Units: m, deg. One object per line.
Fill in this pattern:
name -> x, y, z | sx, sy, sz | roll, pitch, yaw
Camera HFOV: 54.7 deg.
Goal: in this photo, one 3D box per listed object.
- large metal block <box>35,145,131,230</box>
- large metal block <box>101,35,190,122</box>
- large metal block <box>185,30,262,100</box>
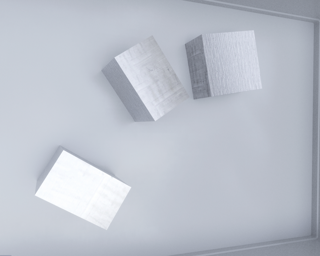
large metal block -> -0.089, 0.063, 0.349 | 0.080, 0.080, 0.050 | 33, 79, -18
large metal block -> -0.021, -0.055, 0.374 | 0.050, 0.080, 0.080 | -36, 102, -17
large metal block -> 0.088, -0.086, 0.431 | 0.081, 0.050, 0.079 | -11, 94, -20
